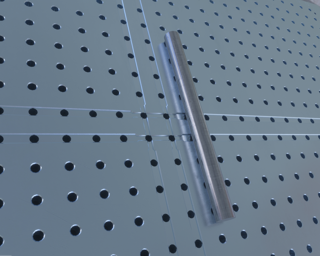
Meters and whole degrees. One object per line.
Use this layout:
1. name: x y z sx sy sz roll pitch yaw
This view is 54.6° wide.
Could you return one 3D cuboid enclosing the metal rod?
1. metal rod: 0.050 -0.019 0.445 0.025 0.025 0.299 1 61 -28
